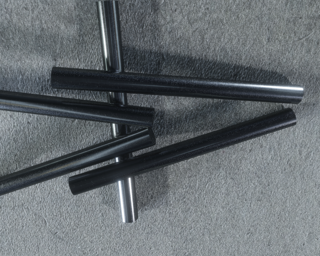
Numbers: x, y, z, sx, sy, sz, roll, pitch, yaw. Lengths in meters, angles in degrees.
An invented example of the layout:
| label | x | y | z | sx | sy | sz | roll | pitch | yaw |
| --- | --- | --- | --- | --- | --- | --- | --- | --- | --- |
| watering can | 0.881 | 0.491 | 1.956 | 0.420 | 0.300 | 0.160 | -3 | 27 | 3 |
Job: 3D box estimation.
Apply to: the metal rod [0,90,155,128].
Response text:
| label | x | y | z | sx | sy | sz | roll | pitch | yaw |
| --- | --- | --- | --- | --- | --- | --- | --- | --- | --- |
| metal rod | -0.158 | -0.030 | 0.383 | 0.302 | 0.025 | 0.025 | 7 | 110 | 3 |

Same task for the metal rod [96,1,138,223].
| label | x | y | z | sx | sy | sz | roll | pitch | yaw |
| --- | --- | --- | --- | --- | --- | --- | --- | --- | --- |
| metal rod | -0.053 | -0.006 | 0.408 | 0.025 | 0.025 | 0.298 | -3 | 110 | 1 |

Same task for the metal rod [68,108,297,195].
| label | x | y | z | sx | sy | sz | roll | pitch | yaw |
| --- | --- | --- | --- | --- | --- | --- | --- | --- | --- |
| metal rod | 0.030 | 0.030 | 0.406 | 0.302 | 0.025 | 0.025 | -18 | 110 | -1 |

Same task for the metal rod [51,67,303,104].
| label | x | y | z | sx | sy | sz | roll | pitch | yaw |
| --- | --- | --- | --- | --- | --- | --- | --- | --- | --- |
| metal rod | 0.027 | -0.050 | 0.375 | 0.302 | 0.025 | 0.025 | 3 | 110 | -8 |

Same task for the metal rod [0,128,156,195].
| label | x | y | z | sx | sy | sz | roll | pitch | yaw |
| --- | --- | --- | --- | --- | --- | --- | --- | --- | --- |
| metal rod | -0.149 | 0.057 | 0.415 | 0.301 | 0.025 | 0.025 | -19 | 109 | 12 |
